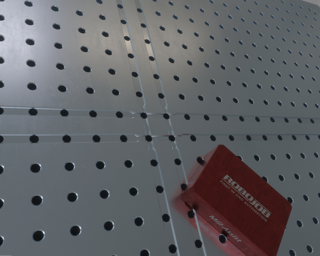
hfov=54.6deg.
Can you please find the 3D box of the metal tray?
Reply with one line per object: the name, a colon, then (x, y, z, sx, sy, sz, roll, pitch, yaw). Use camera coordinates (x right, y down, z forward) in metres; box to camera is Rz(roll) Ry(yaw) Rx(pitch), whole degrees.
metal tray: (0.102, 0.095, 0.401, 0.130, 0.030, 0.090, 41, 51, 0)
